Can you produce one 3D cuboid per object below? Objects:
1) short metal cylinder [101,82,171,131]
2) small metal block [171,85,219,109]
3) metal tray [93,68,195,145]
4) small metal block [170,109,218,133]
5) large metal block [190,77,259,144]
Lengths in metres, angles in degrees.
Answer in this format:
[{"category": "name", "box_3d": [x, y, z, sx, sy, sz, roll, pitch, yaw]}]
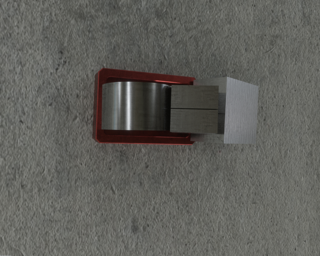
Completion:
[{"category": "short metal cylinder", "box_3d": [-0.026, -0.023, 0.358, 0.081, 0.080, 0.050, 1, 90, -20]}, {"category": "small metal block", "box_3d": [0.040, -0.032, 0.356, 0.050, 0.050, 0.025, 2, 88, 6]}, {"category": "metal tray", "box_3d": [-0.018, -0.025, 0.401, 0.131, 0.030, 0.089, 2, 89, -20]}, {"category": "small metal block", "box_3d": [0.039, -0.007, 0.355, 0.050, 0.050, 0.025, 2, 88, 6]}, {"category": "large metal block", "box_3d": [0.088, -0.020, 0.414, 0.081, 0.050, 0.080, 4, 89, -46]}]
